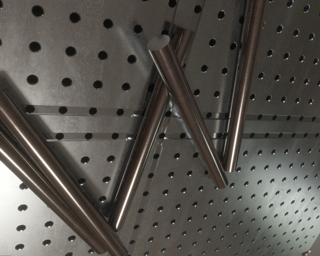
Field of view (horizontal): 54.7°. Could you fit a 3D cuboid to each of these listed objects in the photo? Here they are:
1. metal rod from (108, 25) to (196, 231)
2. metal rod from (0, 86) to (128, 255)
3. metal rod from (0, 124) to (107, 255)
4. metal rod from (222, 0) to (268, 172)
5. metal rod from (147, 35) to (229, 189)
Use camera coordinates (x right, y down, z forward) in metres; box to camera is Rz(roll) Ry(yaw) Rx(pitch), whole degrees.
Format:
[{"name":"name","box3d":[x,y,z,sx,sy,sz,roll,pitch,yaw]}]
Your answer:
[{"name":"metal rod","box3d":[-0.019,0.015,0.411,0.025,0.025,0.298,7,115,-32]},{"name":"metal rod","box3d":[-0.111,0.078,0.386,0.025,0.025,0.299,-31,125,-9]},{"name":"metal rod","box3d":[-0.139,0.078,0.383,0.025,0.025,0.299,-32,129,-8]},{"name":"metal rod","box3d":[0.118,-0.061,0.439,0.025,0.025,0.298,-13,124,-22]},{"name":"metal rod","box3d":[0.051,0.003,0.421,0.025,0.025,0.299,-36,136,-5]}]
